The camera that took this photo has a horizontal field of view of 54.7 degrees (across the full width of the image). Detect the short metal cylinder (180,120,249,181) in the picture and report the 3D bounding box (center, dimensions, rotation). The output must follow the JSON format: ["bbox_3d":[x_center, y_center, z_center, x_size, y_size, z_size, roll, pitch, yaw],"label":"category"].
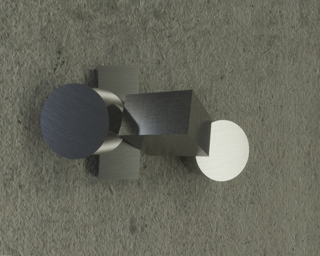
[{"bbox_3d":[0.073,0.029,0.426,0.081,0.050,0.079,0,90,-21],"label":"short metal cylinder"}]

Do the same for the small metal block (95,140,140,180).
[{"bbox_3d":[-0.053,0.038,0.391,0.050,0.025,0.050,3,89,-20],"label":"small metal block"}]

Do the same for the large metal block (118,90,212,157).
[{"bbox_3d":[0.010,-0.002,0.366,0.080,0.080,0.050,43,50,-58],"label":"large metal block"}]

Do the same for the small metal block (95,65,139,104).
[{"bbox_3d":[-0.054,-0.051,0.390,0.050,0.025,0.050,-1,91,-21],"label":"small metal block"}]

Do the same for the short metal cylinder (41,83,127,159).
[{"bbox_3d":[-0.083,-0.007,0.348,0.080,0.050,0.079,0,91,15],"label":"short metal cylinder"}]
